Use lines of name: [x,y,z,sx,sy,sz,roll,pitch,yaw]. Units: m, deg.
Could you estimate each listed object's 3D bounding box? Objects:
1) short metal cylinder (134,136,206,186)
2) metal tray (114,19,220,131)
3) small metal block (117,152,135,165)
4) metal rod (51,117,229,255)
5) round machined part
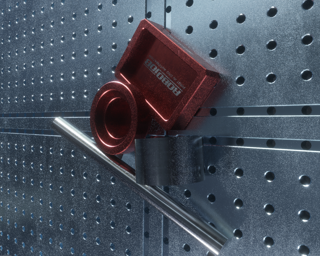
short metal cylinder: [0.011,0.036,0.361,0.080,0.081,0.050,-5,87,39]
metal tray: [0.003,-0.069,0.401,0.130,0.030,0.089,48,118,29]
small metal block: [-0.066,0.038,0.461,0.050,0.025,0.050,35,111,34]
metal rod: [-0.043,0.064,0.416,0.300,0.025,0.025,32,110,26]
round machined part: [-0.050,-0.013,0.427,0.098,0.042,0.097,0,90,41]
